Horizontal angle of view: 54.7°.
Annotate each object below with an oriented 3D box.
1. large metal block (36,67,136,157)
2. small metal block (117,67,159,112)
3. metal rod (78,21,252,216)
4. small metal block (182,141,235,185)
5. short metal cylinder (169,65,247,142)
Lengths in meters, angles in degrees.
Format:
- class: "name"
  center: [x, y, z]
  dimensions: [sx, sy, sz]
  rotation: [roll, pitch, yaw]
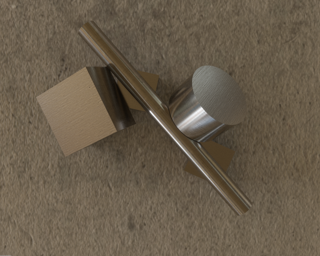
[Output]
- class: "large metal block"
  center: [-0.090, -0.021, 0.381]
  dimensions: [0.080, 0.050, 0.080]
  rotation: [-25, 91, 23]
- class: "small metal block"
  center: [-0.031, -0.049, 0.411]
  dimensions: [0.050, 0.025, 0.050]
  rotation: [12, 90, -1]
- class: "metal rod"
  center: [0.007, -0.012, 0.386]
  dimensions: [0.025, 0.025, 0.300]
  rotation: [-41, 91, 0]
- class: "small metal block"
  center: [0.064, 0.042, 0.412]
  dimensions: [0.050, 0.025, 0.050]
  rotation: [24, 90, -1]
- class: "short metal cylinder"
  center: [0.058, -0.029, 0.379]
  dimensions: [0.081, 0.050, 0.080]
  rotation: [16, 57, -25]
